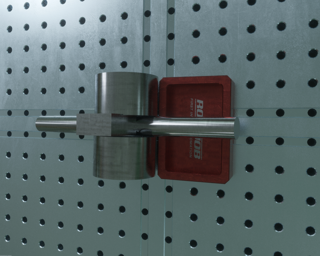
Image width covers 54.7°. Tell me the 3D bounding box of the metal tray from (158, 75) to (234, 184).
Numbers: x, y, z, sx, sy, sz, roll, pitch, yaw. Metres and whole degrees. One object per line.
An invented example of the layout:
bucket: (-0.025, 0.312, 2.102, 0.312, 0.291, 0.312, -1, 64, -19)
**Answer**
metal tray: (0.045, 0.001, 0.394, 0.090, 0.030, 0.129, 1, 90, 19)

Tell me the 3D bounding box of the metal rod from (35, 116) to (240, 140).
metal rod: (-0.049, -0.003, 0.405, 0.300, 0.025, 0.025, 1, 91, 28)

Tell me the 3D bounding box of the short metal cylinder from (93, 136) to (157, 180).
short metal cylinder: (-0.045, 0.035, 0.399, 0.080, 0.080, 0.050, 2, 91, 20)

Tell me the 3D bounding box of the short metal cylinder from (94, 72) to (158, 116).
short metal cylinder: (-0.043, -0.040, 0.397, 0.080, 0.080, 0.050, 1, 91, 20)

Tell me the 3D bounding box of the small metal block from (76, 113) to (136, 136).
small metal block: (-0.063, -0.004, 0.371, 0.050, 0.050, 0.025, 1, 91, 28)
